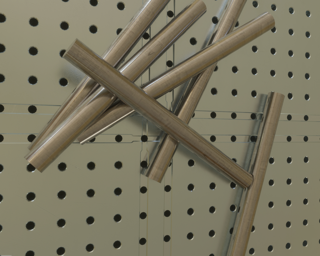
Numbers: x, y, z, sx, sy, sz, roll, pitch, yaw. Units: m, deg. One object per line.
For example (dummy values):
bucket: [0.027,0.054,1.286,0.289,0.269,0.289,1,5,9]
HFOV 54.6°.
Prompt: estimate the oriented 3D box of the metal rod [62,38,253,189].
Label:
metal rod: [0.016,-0.003,0.386,0.301,0.025,0.025,36,78,-26]

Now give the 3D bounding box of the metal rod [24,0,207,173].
metal rod: [-0.041,-0.065,0.382,0.025,0.025,0.301,47,70,-14]

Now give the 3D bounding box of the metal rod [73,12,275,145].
metal rod: [0.024,-0.069,0.401,0.301,0.025,0.025,-32,101,-10]

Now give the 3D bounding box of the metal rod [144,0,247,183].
metal rod: [0.054,-0.065,0.432,0.025,0.025,0.299,29,81,-18]

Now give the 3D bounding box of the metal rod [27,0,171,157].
metal rod: [-0.058,-0.090,0.390,0.025,0.025,0.300,39,78,-16]

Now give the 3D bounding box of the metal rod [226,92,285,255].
metal rod: [0.138,0.092,0.463,0.025,0.025,0.299,18,84,-19]
